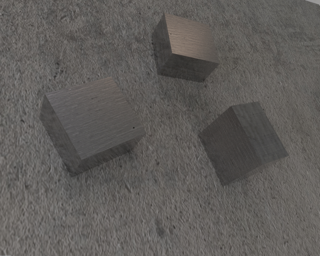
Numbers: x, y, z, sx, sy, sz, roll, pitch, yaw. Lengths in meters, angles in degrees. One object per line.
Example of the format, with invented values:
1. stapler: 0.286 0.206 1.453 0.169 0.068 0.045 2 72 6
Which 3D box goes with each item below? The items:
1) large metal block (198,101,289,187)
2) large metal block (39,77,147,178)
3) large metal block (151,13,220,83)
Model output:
1. large metal block: 0.107 0.022 0.412 0.050 0.080 0.080 -11 67 -33
2. large metal block: -0.076 -0.003 0.348 0.081 0.050 0.080 -23 74 -36
3. large metal block: 0.038 -0.123 0.483 0.081 0.050 0.080 6 59 -25
